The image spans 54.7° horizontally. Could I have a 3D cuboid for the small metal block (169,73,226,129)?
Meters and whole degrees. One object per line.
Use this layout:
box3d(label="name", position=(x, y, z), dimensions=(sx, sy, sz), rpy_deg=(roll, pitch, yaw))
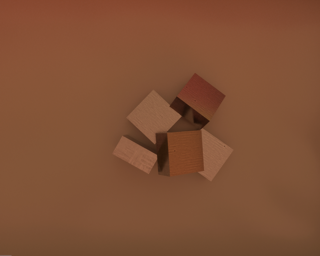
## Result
box3d(label="small metal block", position=(0.049, -0.035, 0.399), dimensions=(0.050, 0.025, 0.050), rpy_deg=(37, 57, -1))

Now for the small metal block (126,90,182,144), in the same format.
box3d(label="small metal block", position=(-0.008, -0.014, 0.409), dimensions=(0.050, 0.025, 0.050), rpy_deg=(44, 90, -1))

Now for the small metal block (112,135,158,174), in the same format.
box3d(label="small metal block", position=(-0.029, 0.032, 0.396), dimensions=(0.050, 0.050, 0.025), rpy_deg=(29, 90, -1))

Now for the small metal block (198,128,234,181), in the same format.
box3d(label="small metal block", position=(0.060, 0.034, 0.410), dimensions=(0.050, 0.025, 0.050), rpy_deg=(35, 90, -1))

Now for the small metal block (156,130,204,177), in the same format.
box3d(label="small metal block", position=(0.024, 0.029, 0.374), dimensions=(0.050, 0.025, 0.050), rpy_deg=(-4, 90, -33))
